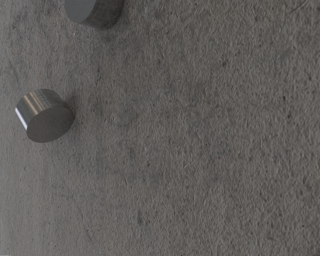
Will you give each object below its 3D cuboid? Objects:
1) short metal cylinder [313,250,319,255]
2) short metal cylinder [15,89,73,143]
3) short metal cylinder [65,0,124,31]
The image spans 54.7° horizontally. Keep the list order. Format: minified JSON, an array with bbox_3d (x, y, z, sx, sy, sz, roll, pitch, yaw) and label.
[{"bbox_3d":[0.157,0.146,0.259,0.080,0.050,0.080,0,90,40],"label":"short metal cylinder"},{"bbox_3d":[-0.198,-0.020,0.533,0.050,0.081,0.080,48,119,29],"label":"short metal cylinder"},{"bbox_3d":[-0.100,-0.195,0.472,0.080,0.050,0.080,0,90,40],"label":"short metal cylinder"}]
